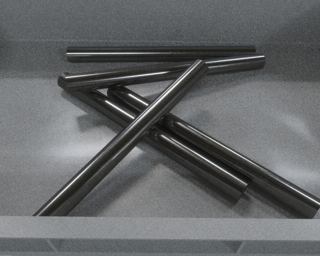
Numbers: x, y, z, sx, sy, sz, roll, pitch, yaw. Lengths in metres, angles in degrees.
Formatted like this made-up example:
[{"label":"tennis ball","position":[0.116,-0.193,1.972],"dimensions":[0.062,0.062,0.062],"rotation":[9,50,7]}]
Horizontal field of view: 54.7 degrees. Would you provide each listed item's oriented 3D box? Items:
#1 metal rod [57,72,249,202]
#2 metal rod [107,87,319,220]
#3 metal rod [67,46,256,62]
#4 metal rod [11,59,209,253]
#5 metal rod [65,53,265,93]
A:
[{"label":"metal rod","position":[-0.025,0.000,0.404],"dimensions":[0.300,0.025,0.025],"rotation":[31,57,23]},{"label":"metal rod","position":[0.050,0.017,0.391],"dimensions":[0.300,0.025,0.025],"rotation":[31,57,23]},{"label":"metal rod","position":[0.003,-0.121,0.506],"dimensions":[0.302,0.025,0.025],"rotation":[-1,50,-1]},{"label":"metal rod","position":[-0.041,0.016,0.363],"dimensions":[0.025,0.025,0.301],"rotation":[34,65,24]},{"label":"metal rod","position":[0.019,-0.083,0.454],"dimensions":[0.302,0.025,0.025],"rotation":[-10,51,-17]}]
